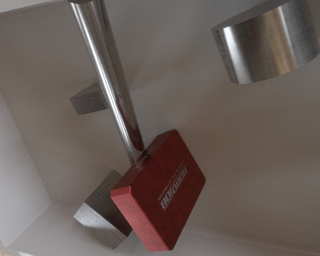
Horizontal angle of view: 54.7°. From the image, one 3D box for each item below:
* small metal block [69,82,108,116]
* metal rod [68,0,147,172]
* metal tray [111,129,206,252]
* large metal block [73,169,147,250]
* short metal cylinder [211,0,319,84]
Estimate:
[{"bbox_3d":[-0.080,-0.042,0.407,0.050,0.050,0.025,-9,114,32],"label":"small metal block"},{"bbox_3d":[-0.039,-0.012,0.344,0.025,0.025,0.299,17,149,18],"label":"metal rod"},{"bbox_3d":[0.005,0.072,0.381,0.030,0.131,0.090,-21,108,35],"label":"metal tray"},{"bbox_3d":[-0.073,0.127,0.488,0.080,0.080,0.050,39,129,1],"label":"large metal block"},{"bbox_3d":[0.092,-0.080,0.275,0.080,0.080,0.050,-13,112,33],"label":"short metal cylinder"}]
